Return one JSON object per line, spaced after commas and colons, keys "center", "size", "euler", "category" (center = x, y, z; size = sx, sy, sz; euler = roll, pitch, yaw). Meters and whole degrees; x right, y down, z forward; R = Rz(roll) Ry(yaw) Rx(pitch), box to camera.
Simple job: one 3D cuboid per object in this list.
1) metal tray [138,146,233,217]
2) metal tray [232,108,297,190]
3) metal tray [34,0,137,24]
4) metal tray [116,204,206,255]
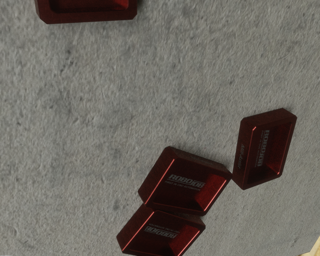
{"center": [0.042, 0.087, 0.482], "size": [0.131, 0.030, 0.090], "euler": [21, 107, -36], "category": "metal tray"}
{"center": [0.174, 0.037, 0.524], "size": [0.091, 0.030, 0.129], "euler": [-14, 124, -21], "category": "metal tray"}
{"center": [-0.067, -0.161, 0.267], "size": [0.091, 0.030, 0.129], "euler": [-12, 124, -23], "category": "metal tray"}
{"center": [0.005, 0.174, 0.515], "size": [0.131, 0.030, 0.090], "euler": [30, 102, -38], "category": "metal tray"}
